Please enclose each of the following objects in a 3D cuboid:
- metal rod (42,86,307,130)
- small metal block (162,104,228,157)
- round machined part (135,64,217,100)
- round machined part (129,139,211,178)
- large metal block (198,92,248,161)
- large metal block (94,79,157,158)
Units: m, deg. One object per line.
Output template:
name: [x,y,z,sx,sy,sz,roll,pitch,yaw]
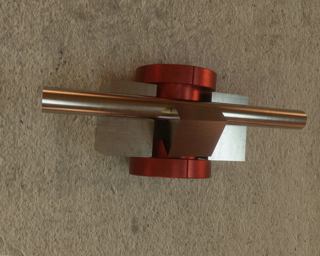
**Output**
metal rod: [0.033,-0.018,0.337,0.302,0.025,0.025,3,89,-20]
small metal block: [0.035,0.004,0.324,0.050,0.025,0.050,2,130,-19]
round machined part: [0.018,-0.047,0.378,0.099,0.098,0.042,4,90,-20]
round machined part: [0.013,0.037,0.376,0.099,0.098,0.042,5,84,-20]
large metal block: [0.068,-0.001,0.406,0.050,0.080,0.080,4,89,-20]
large metal block: [-0.043,-0.010,0.365,0.050,0.080,0.080,5,89,-20]
